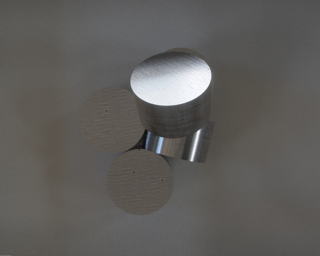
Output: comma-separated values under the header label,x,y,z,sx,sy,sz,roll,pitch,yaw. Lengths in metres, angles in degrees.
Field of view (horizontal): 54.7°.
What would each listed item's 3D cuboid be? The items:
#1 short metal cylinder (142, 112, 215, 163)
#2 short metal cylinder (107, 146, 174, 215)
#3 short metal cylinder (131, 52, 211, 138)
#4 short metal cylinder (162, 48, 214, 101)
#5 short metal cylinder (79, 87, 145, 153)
label,x,y,z,sx,sy,sz,roll,pitch,yaw
short metal cylinder,0.023,0.009,0.383,0.080,0.080,0.050,13,90,-1
short metal cylinder,-0.024,0.065,0.397,0.081,0.050,0.079,0,90,-1
short metal cylinder,0.013,-0.036,0.327,0.080,0.050,0.080,-4,50,5
short metal cylinder,0.025,-0.057,0.398,0.081,0.050,0.079,0,90,-1
short metal cylinder,-0.057,-0.010,0.396,0.081,0.050,0.079,0,90,-1
